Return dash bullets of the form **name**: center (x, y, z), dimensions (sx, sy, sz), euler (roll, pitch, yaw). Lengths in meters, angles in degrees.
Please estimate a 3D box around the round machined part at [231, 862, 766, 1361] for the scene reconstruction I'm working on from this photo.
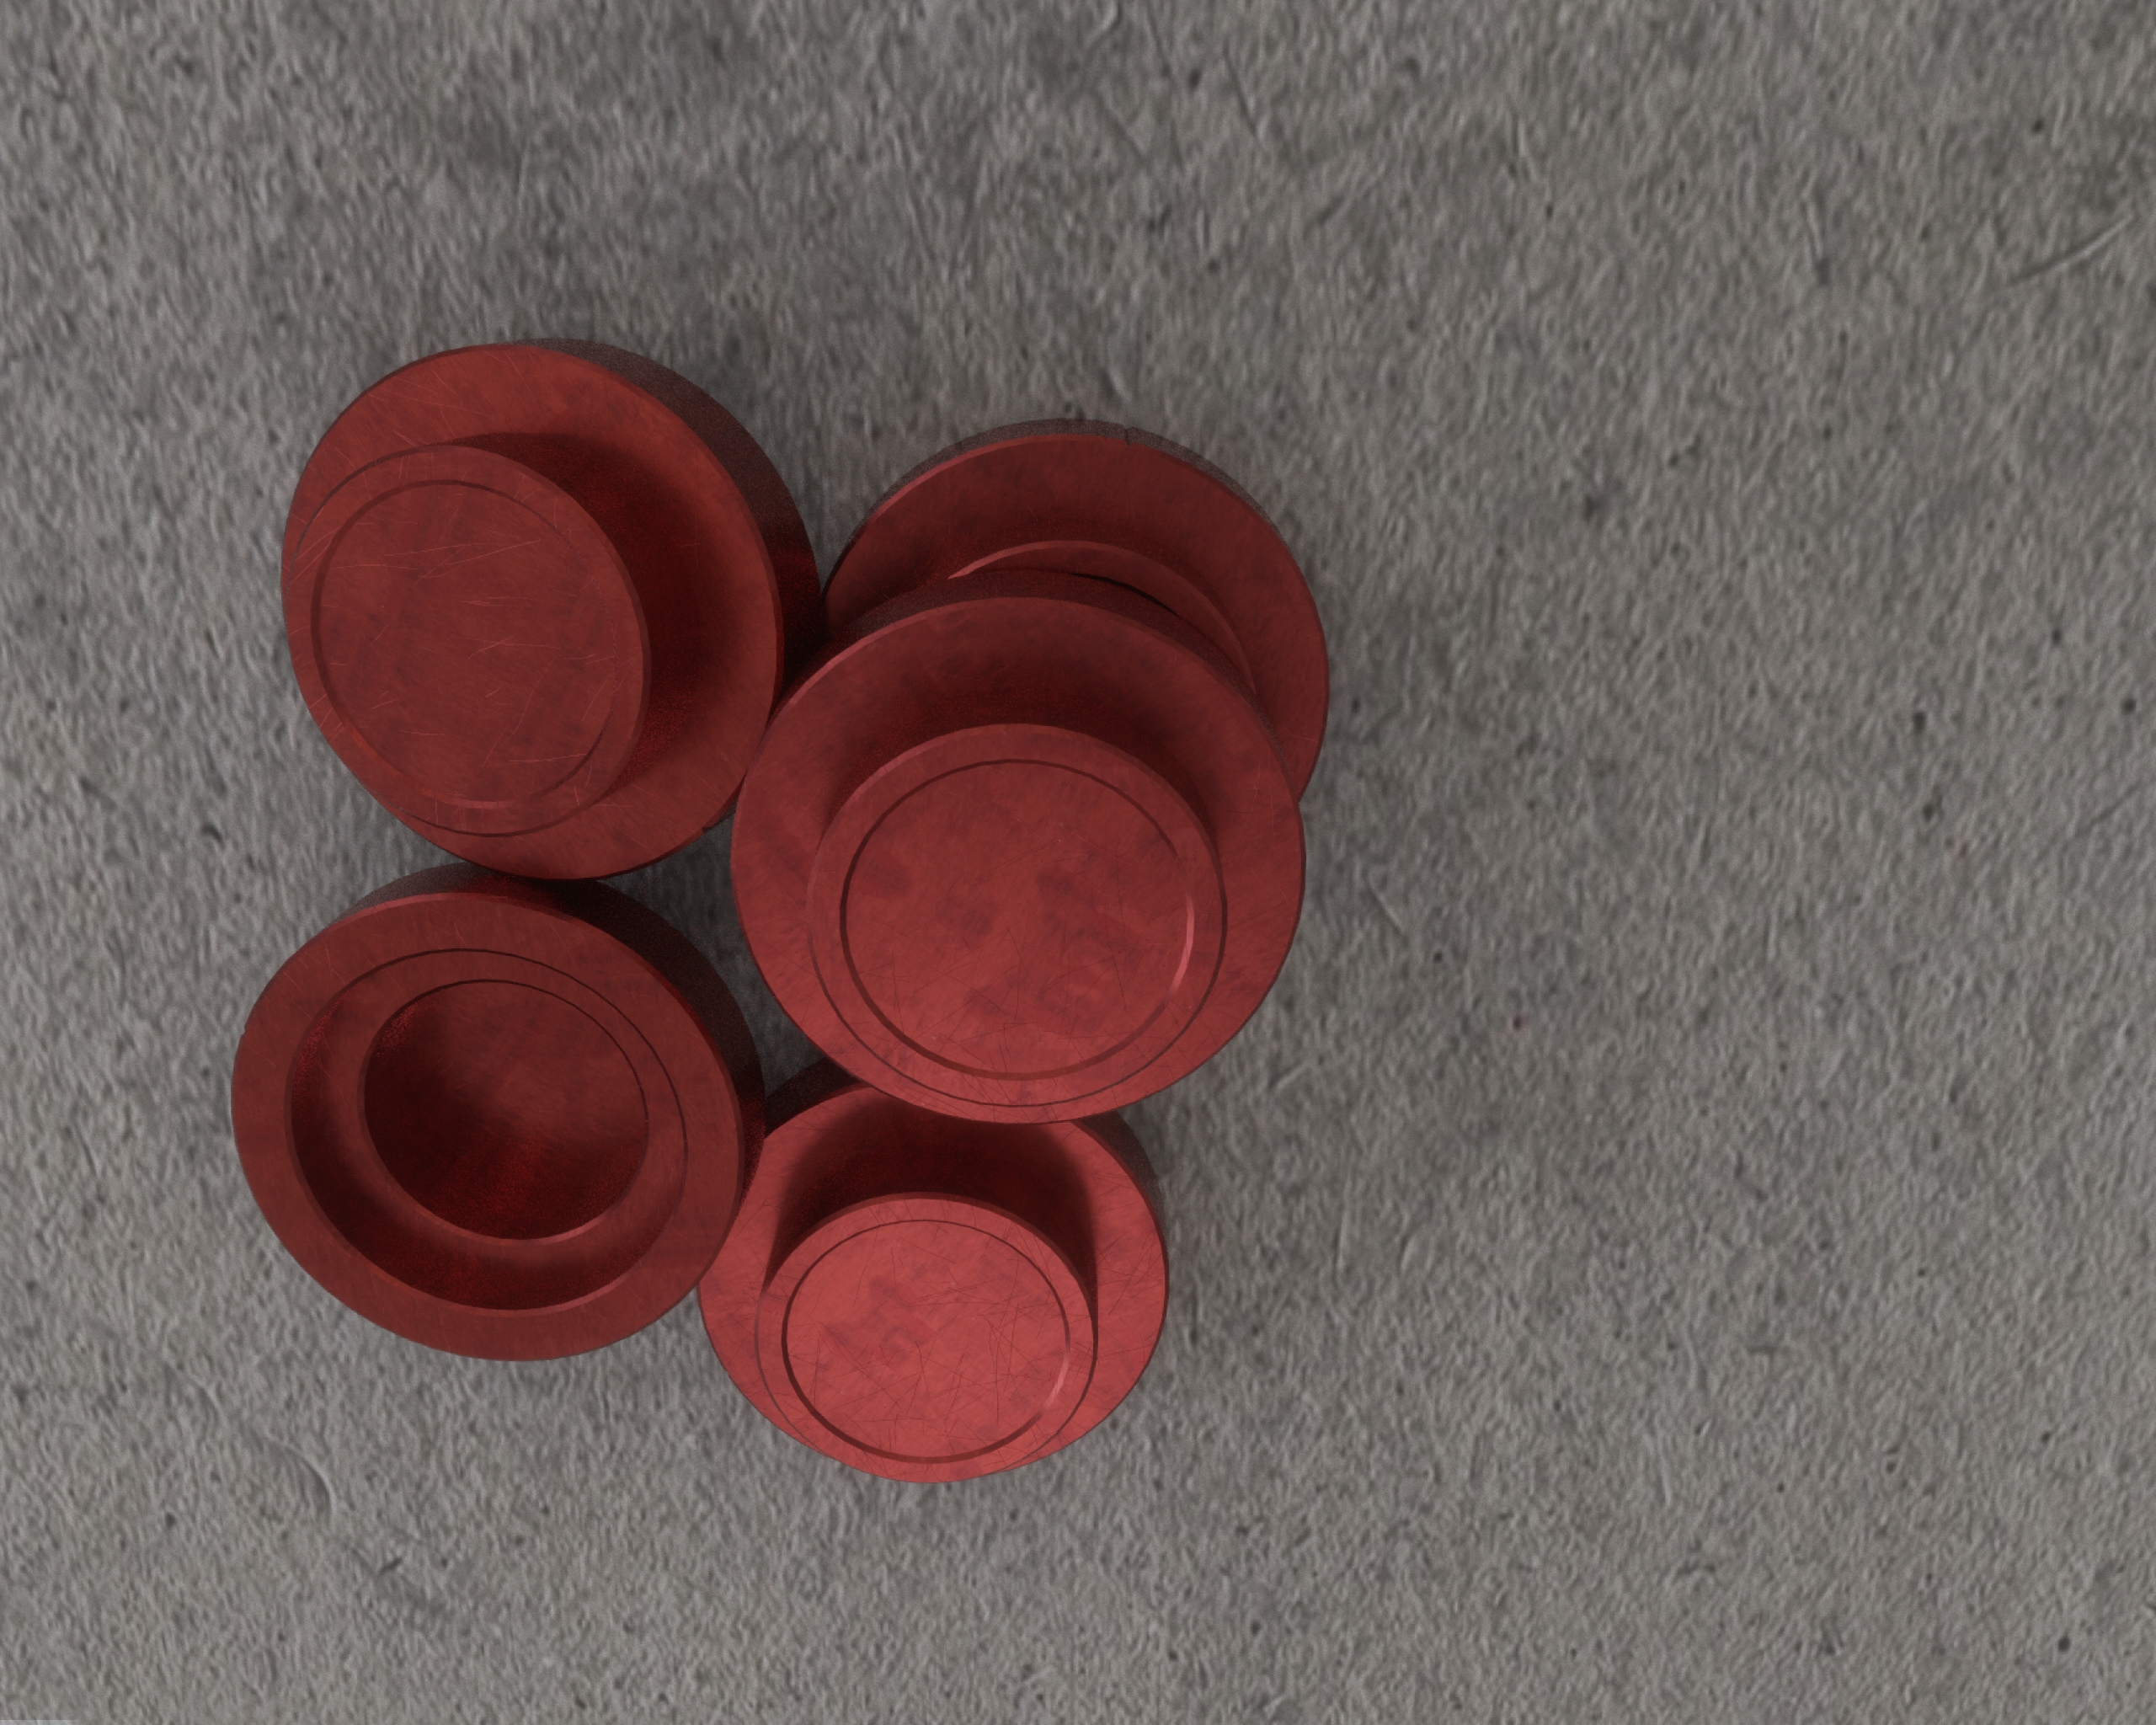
- **round machined part**: center (-0.111, 0.045, 0.414), dimensions (0.099, 0.042, 0.097), euler (1, 108, 3)

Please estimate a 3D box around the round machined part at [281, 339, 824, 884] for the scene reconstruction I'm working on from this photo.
- **round machined part**: center (-0.099, -0.042, 0.372), dimensions (0.098, 0.042, 0.097), euler (4, 108, 13)

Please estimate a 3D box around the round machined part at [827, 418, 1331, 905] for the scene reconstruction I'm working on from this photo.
- **round machined part**: center (-0.002, -0.031, 0.389), dimensions (0.099, 0.042, 0.097), euler (0, 110, 0)

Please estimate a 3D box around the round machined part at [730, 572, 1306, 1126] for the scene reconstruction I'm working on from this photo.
- **round machined part**: center (-0.010, 0.003, 0.356), dimensions (0.099, 0.042, 0.097), euler (0, 111, -1)

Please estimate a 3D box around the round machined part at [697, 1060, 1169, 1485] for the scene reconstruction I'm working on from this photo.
- **round machined part**: center (-0.030, 0.088, 0.433), dimensions (0.099, 0.042, 0.097), euler (0, 110, 0)
